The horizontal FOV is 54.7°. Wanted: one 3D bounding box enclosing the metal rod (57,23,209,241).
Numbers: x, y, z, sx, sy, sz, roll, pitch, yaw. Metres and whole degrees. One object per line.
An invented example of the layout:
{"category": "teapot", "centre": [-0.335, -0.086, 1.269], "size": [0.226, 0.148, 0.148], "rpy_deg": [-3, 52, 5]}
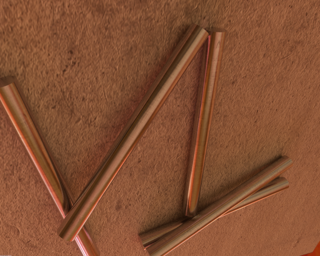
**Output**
{"category": "metal rod", "centre": [-0.036, 0.009, 0.375], "size": [0.025, 0.025, 0.299], "rpy_deg": [29, 97, -38]}

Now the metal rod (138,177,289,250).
{"category": "metal rod", "centre": [0.106, 0.147, 0.555], "size": [0.302, 0.025, 0.025], "rpy_deg": [-16, 125, -19]}

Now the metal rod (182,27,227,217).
{"category": "metal rod", "centre": [0.059, 0.011, 0.445], "size": [0.025, 0.025, 0.298], "rpy_deg": [-10, 123, -23]}

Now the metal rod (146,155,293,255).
{"category": "metal rod", "centre": [0.110, 0.131, 0.528], "size": [0.302, 0.025, 0.025], "rpy_deg": [-29, 129, -17]}

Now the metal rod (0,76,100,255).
{"category": "metal rod", "centre": [-0.127, 0.075, 0.383], "size": [0.025, 0.025, 0.298], "rpy_deg": [-22, 127, -15]}
